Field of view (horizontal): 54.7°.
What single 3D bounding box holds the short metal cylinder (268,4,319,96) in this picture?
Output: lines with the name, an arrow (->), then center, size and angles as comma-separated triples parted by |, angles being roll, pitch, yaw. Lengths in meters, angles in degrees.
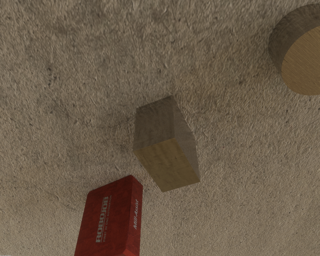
short metal cylinder -> 0.161, -0.081, 0.324 | 0.081, 0.050, 0.079 | 0, 130, 0

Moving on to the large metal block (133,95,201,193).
large metal block -> 0.009, 0.020, 0.388 | 0.050, 0.080, 0.080 | -19, 128, 15

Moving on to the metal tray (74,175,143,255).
metal tray -> -0.073, 0.140, 0.457 | 0.090, 0.130, 0.030 | -24, 126, 19
